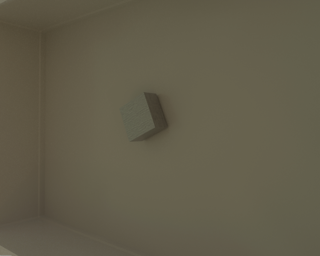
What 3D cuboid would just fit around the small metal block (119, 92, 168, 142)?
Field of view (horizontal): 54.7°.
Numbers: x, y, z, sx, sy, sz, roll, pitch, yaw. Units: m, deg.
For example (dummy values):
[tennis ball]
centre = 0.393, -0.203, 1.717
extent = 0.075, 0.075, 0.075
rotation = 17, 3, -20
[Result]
[small metal block]
centre = -0.023, -0.014, 0.419
extent = 0.050, 0.025, 0.050
rotation = -29, 72, 36
